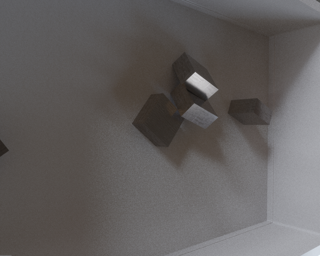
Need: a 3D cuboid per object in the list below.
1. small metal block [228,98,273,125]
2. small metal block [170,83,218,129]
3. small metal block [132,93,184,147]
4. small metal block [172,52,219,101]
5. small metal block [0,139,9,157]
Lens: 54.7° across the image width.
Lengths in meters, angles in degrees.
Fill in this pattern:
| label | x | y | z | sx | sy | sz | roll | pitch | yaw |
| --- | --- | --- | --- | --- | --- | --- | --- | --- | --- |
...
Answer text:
| label | x | y | z | sx | sy | sz | roll | pitch | yaw |
| --- | --- | --- | --- | --- | --- | --- | --- | --- | --- |
| small metal block | 0.152 | -0.026 | 0.521 | 0.050 | 0.050 | 0.025 | 29 | 72 | -37 |
| small metal block | 0.047 | -0.032 | 0.430 | 0.050 | 0.025 | 0.050 | 25 | 30 | -38 |
| small metal block | -0.001 | -0.010 | 0.408 | 0.050 | 0.025 | 0.050 | 46 | 63 | -31 |
| small metal block | 0.049 | -0.072 | 0.432 | 0.050 | 0.025 | 0.050 | 28 | 31 | -37 |
| small metal block | -0.170 | 0.014 | 0.265 | 0.050 | 0.025 | 0.050 | -43 | 116 | -32 |
